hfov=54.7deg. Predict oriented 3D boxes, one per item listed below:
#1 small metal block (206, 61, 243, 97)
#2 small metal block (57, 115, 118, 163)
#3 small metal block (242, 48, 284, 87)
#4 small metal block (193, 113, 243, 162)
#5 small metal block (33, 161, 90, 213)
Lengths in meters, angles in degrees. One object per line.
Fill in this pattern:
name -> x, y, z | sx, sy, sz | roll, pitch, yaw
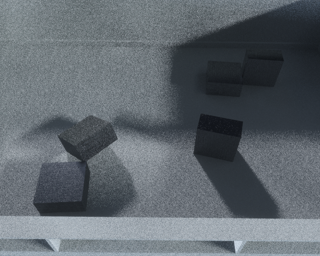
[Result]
small metal block -> 0.096, -0.075, 0.470 | 0.050, 0.025, 0.050 | 5, 50, 3
small metal block -> -0.089, 0.012, 0.382 | 0.050, 0.025, 0.050 | -37, 33, -27
small metal block -> 0.152, -0.091, 0.467 | 0.050, 0.050, 0.025 | 5, 50, 3
small metal block -> 0.070, 0.013, 0.379 | 0.050, 0.050, 0.025 | 11, 51, 9
small metal block -> -0.108, 0.066, 0.348 | 0.050, 0.025, 0.050 | -2, 50, -2
